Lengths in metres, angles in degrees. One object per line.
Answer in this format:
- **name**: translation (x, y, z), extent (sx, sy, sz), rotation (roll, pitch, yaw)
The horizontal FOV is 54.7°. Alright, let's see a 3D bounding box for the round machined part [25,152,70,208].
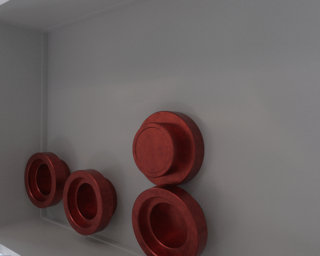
- **round machined part**: translation (-0.199, 0.092, 0.559), extent (0.098, 0.042, 0.097), rotation (0, 90, 37)

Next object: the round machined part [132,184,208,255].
- **round machined part**: translation (0.016, 0.116, 0.378), extent (0.098, 0.042, 0.097), rotation (6, 100, 37)

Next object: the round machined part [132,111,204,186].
- **round machined part**: translation (0.003, 0.027, 0.393), extent (0.098, 0.042, 0.097), rotation (0, 90, 40)

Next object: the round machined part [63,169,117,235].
- **round machined part**: translation (-0.105, 0.112, 0.483), extent (0.098, 0.042, 0.097), rotation (0, 90, 40)
